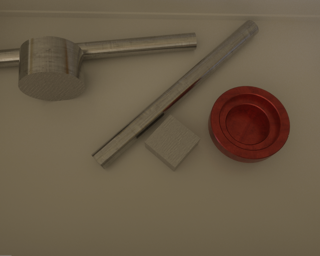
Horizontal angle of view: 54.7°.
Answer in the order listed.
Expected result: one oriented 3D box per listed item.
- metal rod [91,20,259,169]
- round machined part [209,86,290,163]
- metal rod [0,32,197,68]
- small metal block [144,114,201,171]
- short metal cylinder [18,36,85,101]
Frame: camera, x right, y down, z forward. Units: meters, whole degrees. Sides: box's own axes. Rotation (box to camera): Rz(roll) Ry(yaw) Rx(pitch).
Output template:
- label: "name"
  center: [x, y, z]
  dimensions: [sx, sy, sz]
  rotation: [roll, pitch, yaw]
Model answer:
- label: "metal rod"
  center: [0.030, -0.054, 0.429]
  dimensions: [0.301, 0.025, 0.025]
  rotation: [-42, 76, -14]
- label: "round machined part"
  center: [0.112, -0.002, 0.403]
  dimensions: [0.099, 0.042, 0.098]
  rotation: [0, 70, -1]
- label: "metal rod"
  center: [-0.098, -0.113, 0.449]
  dimensions: [0.302, 0.025, 0.025]
  rotation: [-6, 70, -3]
- label: "small metal block"
  center: [0.016, 0.020, 0.403]
  dimensions: [0.050, 0.025, 0.050]
  rotation: [40, 74, 13]
- label: "short metal cylinder"
  center: [-0.141, -0.075, 0.406]
  dimensions: [0.081, 0.080, 0.050]
  rotation: [-6, 70, -3]
